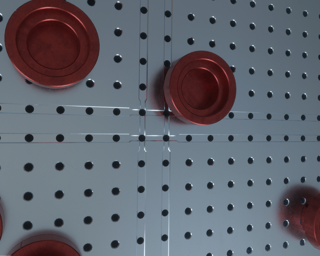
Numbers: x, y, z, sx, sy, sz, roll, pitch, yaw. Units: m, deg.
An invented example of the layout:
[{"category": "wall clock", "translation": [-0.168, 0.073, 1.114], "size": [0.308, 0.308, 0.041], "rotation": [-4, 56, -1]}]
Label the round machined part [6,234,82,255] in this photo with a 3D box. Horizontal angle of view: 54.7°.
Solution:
[{"category": "round machined part", "translation": [-0.135, 0.178, 0.355], "size": [0.099, 0.042, 0.097], "rotation": [0, 90, -21]}]

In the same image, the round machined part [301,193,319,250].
[{"category": "round machined part", "translation": [0.273, 0.151, 0.507], "size": [0.099, 0.042, 0.097], "rotation": [0, 90, -21]}]

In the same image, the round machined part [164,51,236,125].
[{"category": "round machined part", "translation": [0.051, -0.052, 0.424], "size": [0.099, 0.042, 0.097], "rotation": [0, 90, -21]}]

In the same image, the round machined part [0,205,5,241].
[{"category": "round machined part", "translation": [-0.219, 0.109, 0.323], "size": [0.099, 0.042, 0.097], "rotation": [0, 90, -21]}]

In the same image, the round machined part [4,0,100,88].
[{"category": "round machined part", "translation": [-0.123, -0.094, 0.358], "size": [0.099, 0.042, 0.097], "rotation": [0, 90, -21]}]
